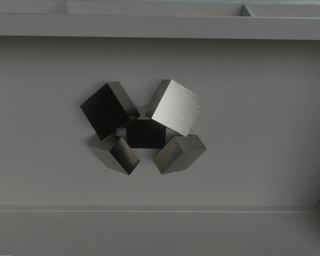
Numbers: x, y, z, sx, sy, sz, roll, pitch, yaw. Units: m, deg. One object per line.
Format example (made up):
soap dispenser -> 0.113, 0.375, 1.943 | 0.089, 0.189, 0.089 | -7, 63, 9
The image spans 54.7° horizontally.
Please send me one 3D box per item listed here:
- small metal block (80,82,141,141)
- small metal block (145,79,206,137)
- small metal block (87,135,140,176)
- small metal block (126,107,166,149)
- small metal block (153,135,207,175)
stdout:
small metal block -> -0.060, -0.020, 0.372 | 0.050, 0.025, 0.050 | -35, 85, 26
small metal block -> 0.018, -0.024, 0.370 | 0.050, 0.025, 0.050 | 28, 87, -22
small metal block -> -0.063, 0.034, 0.419 | 0.050, 0.025, 0.050 | 10, 144, 43
small metal block -> -0.018, 0.000, 0.406 | 0.050, 0.025, 0.050 | 1, 130, -1
small metal block -> 0.027, 0.036, 0.423 | 0.050, 0.025, 0.050 | -1, 141, -47
